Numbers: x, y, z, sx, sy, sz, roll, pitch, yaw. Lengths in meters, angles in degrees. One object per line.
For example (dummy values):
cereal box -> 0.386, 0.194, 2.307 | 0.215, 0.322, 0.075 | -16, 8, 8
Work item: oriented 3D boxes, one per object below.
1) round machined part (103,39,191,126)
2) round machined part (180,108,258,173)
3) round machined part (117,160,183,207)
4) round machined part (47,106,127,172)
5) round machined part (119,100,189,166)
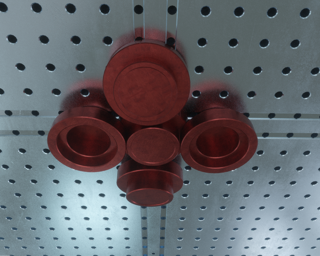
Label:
round machined part -> -0.015, -0.046, 0.346 | 0.099, 0.042, 0.097 | 0, 116, 1
round machined part -> 0.075, 0.012, 0.412 | 0.099, 0.042, 0.097 | -1, 130, 0
round machined part -> -0.015, 0.085, 0.457 | 0.099, 0.042, 0.098 | 0, 145, 0
round machined part -> -0.092, 0.011, 0.408 | 0.099, 0.042, 0.097 | -1, 130, 0
round machined part -> -0.009, 0.012, 0.410 | 0.099, 0.042, 0.097 | -1, 130, 0
